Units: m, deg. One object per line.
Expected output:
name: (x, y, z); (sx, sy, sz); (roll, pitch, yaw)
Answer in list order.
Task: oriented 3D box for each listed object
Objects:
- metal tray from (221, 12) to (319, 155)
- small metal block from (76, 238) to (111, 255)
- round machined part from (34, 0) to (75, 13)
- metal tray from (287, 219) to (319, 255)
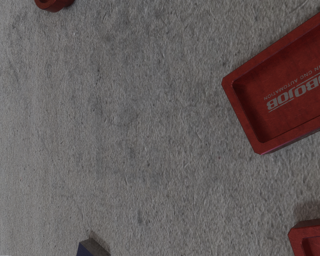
metal tray: (0.133, -0.041, 0.291); (0.130, 0.030, 0.090); (-34, 69, 34)
small metal block: (-0.109, 0.214, 0.495); (0.050, 0.025, 0.050); (24, 105, 37)
round machined part: (-0.178, -0.251, 0.541); (0.098, 0.042, 0.097); (0, 90, 40)
metal tray: (0.184, 0.115, 0.249); (0.130, 0.030, 0.090); (-24, 75, 37)
